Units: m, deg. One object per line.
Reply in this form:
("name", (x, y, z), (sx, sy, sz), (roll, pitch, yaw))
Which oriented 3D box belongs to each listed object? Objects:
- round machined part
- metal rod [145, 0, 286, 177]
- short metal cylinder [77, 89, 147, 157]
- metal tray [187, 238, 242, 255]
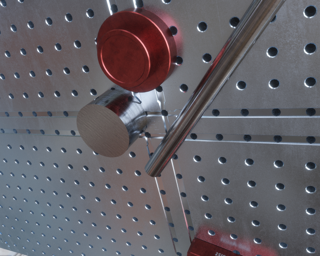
("round machined part", (-0.034, -0.086, 0.363), (0.098, 0.042, 0.097), (13, 124, 20))
("metal rod", (0.051, -0.037, 0.360), (0.025, 0.025, 0.298), (35, 129, 4))
("short metal cylinder", (-0.065, -0.007, 0.423), (0.080, 0.050, 0.079), (13, 124, 20))
("metal tray", (0.106, 0.239, 0.498), (0.130, 0.030, 0.089), (16, 125, 19))
